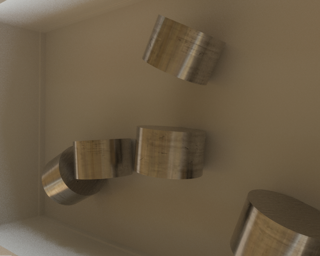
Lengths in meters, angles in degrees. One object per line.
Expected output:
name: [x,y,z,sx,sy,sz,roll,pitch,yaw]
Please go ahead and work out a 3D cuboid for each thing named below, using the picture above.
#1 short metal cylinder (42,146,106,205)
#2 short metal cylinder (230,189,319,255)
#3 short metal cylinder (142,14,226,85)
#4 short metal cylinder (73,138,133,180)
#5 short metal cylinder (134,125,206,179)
short metal cylinder: [-0.132,0.073,0.477,0.050,0.081,0.080,-32,71,35]
short metal cylinder: [0.110,0.097,0.279,0.080,0.081,0.050,26,106,36]
short metal cylinder: [0.026,-0.087,0.348,0.080,0.081,0.050,36,112,34]
short metal cylinder: [-0.079,0.042,0.434,0.080,0.081,0.050,-5,87,39]
short metal cylinder: [0.011,0.025,0.360,0.080,0.081,0.050,7,95,39]
